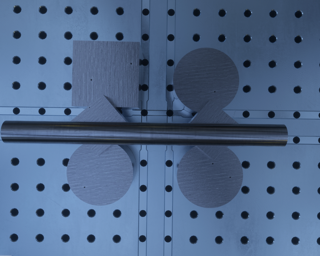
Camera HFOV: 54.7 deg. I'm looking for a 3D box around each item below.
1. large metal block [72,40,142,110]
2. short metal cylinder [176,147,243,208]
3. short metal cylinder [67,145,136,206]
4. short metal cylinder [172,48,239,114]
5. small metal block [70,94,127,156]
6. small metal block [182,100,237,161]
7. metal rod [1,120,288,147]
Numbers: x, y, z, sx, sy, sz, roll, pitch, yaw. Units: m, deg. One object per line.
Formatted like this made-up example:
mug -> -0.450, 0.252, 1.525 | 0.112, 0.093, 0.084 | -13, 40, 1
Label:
large metal block -> -0.066, -0.066, 0.400 | 0.081, 0.050, 0.080 | 1, 90, 0
short metal cylinder -> 0.061, 0.057, 0.401 | 0.081, 0.050, 0.080 | 0, 90, 0
short metal cylinder -> -0.073, 0.054, 0.399 | 0.081, 0.050, 0.080 | 0, 90, 0
short metal cylinder -> 0.056, -0.058, 0.401 | 0.081, 0.050, 0.080 | 0, 90, 0
small metal block -> -0.068, -0.003, 0.363 | 0.050, 0.025, 0.050 | -40, 90, 0
small metal block -> 0.060, 0.003, 0.364 | 0.050, 0.025, 0.050 | 40, 90, 0
metal rod -> -0.016, 0.006, 0.338 | 0.302, 0.025, 0.025 | 1, 90, 0
